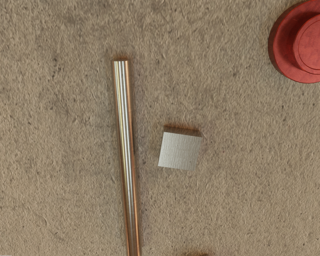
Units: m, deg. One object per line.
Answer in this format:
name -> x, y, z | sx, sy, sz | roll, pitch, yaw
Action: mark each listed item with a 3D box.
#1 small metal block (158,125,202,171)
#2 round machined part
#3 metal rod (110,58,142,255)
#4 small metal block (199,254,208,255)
small metal block -> 0.026, 0.027, 0.420 | 0.050, 0.025, 0.050 | 8, 110, -4
round machined part -> 0.184, -0.100, 0.366 | 0.099, 0.042, 0.097 | 0, 110, -1
metal rod -> -0.044, 0.056, 0.429 | 0.025, 0.025, 0.298 | -2, 110, 0
small metal block -> 0.057, 0.229, 0.482 | 0.050, 0.050, 0.025 | -16, 110, 5
